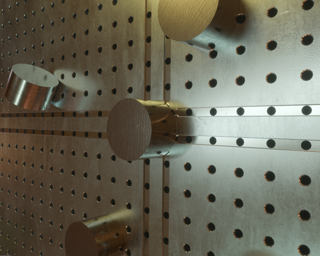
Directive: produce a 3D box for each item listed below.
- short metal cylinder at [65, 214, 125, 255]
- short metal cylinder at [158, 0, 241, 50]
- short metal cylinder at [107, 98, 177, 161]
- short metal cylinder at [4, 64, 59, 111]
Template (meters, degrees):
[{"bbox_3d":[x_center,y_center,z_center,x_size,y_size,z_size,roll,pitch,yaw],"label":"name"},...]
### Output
[{"bbox_3d":[-0.100,0.178,0.473,0.080,0.050,0.079,0,90,39],"label":"short metal cylinder"},{"bbox_3d":[0.044,-0.134,0.355,0.080,0.050,0.079,0,90,39],"label":"short metal cylinder"},{"bbox_3d":[-0.025,0.002,0.412,0.080,0.050,0.079,0,90,39],"label":"short metal cylinder"},{"bbox_3d":[-0.232,-0.075,0.562,0.080,0.081,0.050,44,116,31],"label":"short metal cylinder"}]
